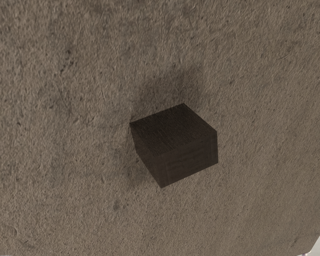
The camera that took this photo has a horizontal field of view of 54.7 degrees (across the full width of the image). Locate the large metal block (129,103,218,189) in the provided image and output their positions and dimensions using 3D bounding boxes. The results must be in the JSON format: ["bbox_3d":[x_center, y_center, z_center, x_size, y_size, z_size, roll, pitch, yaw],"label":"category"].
[{"bbox_3d":[0.017,0.019,0.394,0.081,0.080,0.050,-21,127,-16],"label":"large metal block"}]
